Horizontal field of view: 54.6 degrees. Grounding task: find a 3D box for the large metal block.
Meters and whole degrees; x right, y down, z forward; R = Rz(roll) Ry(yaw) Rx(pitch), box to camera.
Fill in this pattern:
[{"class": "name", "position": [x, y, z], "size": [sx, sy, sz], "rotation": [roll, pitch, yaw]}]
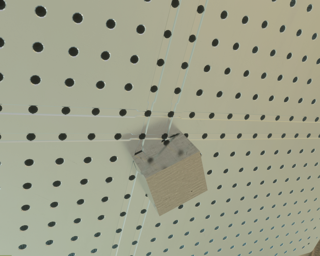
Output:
[{"class": "large metal block", "position": [0.016, 0.066, 0.444], "size": [0.080, 0.050, 0.080], "rotation": [-25, 128, -13]}]
